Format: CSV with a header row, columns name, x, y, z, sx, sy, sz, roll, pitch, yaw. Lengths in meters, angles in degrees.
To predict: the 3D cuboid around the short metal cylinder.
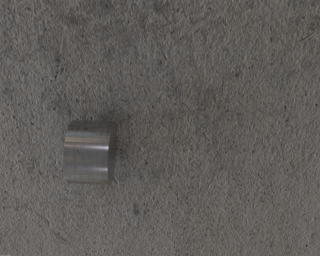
name,x,y,z,sx,sy,sz,roll,pitch,yaw
short metal cylinder,-0.085,0.031,0.391,0.050,0.080,0.079,3,110,-1
